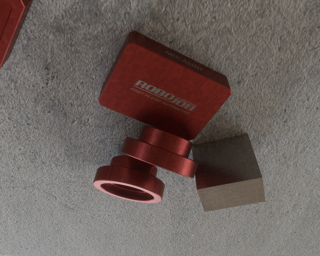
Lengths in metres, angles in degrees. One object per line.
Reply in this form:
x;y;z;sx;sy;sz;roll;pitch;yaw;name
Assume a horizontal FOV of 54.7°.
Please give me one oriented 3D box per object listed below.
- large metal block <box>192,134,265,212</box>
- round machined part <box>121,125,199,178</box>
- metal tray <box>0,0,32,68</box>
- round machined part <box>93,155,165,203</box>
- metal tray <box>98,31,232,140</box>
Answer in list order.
0.091;0.060;0.424;0.080;0.080;0.050;-13;129;10;large metal block
0.003;0.028;0.397;0.099;0.098;0.042;22;85;-18;round machined part
-0.202;-0.124;0.295;0.131;0.030;0.090;27;125;-22;metal tray
-0.041;0.071;0.440;0.099;0.042;0.098;11;154;5;round machined part
0.005;-0.044;0.367;0.131;0.030;0.089;22;127;-18;metal tray
